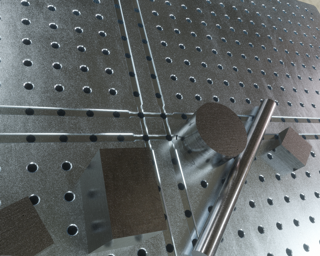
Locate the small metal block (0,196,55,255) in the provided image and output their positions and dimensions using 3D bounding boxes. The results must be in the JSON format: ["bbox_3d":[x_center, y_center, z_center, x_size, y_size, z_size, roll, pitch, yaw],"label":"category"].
[{"bbox_3d":[-0.132,0.098,0.278,0.050,0.025,0.050,-26,76,-37],"label":"small metal block"}]

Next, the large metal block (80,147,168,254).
[{"bbox_3d":[-0.041,0.073,0.307,0.050,0.080,0.080,0,62,-29],"label":"large metal block"}]

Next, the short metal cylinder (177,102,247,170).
[{"bbox_3d":[0.071,0.012,0.425,0.081,0.050,0.080,14,56,-21],"label":"short metal cylinder"}]

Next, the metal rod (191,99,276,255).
[{"bbox_3d":[0.117,0.052,0.441,0.025,0.025,0.301,39,51,-2],"label":"metal rod"}]

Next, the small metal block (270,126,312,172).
[{"bbox_3d":[0.215,0.034,0.507,0.050,0.025,0.050,42,51,0],"label":"small metal block"}]
